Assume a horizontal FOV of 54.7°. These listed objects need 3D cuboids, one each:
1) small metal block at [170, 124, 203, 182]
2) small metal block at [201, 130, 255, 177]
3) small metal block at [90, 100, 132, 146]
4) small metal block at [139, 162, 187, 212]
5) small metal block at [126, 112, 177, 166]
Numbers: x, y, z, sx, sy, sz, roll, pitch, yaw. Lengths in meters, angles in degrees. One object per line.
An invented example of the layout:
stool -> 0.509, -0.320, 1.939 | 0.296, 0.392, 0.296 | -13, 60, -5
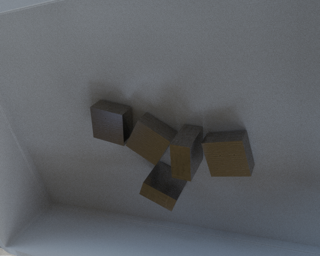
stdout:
small metal block -> 0.035, 0.030, 0.390 | 0.025, 0.050, 0.050 | 9, 122, 23
small metal block -> 0.084, 0.032, 0.380 | 0.050, 0.025, 0.050 | -6, 116, 30
small metal block -> -0.067, -0.008, 0.434 | 0.050, 0.025, 0.050 | 14, 124, 20
small metal block -> 0.007, 0.080, 0.434 | 0.050, 0.050, 0.025 | 27, 128, 10
small metal block -> -0.012, 0.015, 0.419 | 0.050, 0.025, 0.050 | 33, 129, 5
